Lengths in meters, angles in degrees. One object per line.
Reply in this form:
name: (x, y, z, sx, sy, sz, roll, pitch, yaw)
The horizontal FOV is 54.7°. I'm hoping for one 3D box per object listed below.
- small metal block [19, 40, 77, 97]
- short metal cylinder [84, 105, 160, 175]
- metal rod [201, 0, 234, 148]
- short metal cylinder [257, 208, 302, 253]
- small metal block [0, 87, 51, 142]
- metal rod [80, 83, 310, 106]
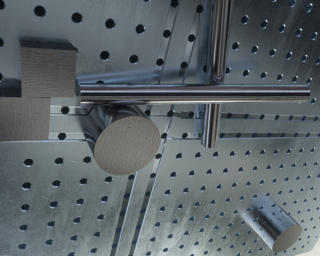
small metal block: (-0.114, -0.059, 0.313, 0.050, 0.025, 0.050, -3, 120, -27)
short metal cylinder: (-0.047, 0.010, 0.376, 0.081, 0.050, 0.079, -14, 124, -21)
metal rod: (0.073, -0.104, 0.386, 0.025, 0.025, 0.298, -14, 124, -21)
short metal cylinder: (0.260, 0.223, 0.675, 0.081, 0.050, 0.079, -14, 124, -21)
small metal block: (-0.144, -0.014, 0.324, 0.050, 0.025, 0.050, -2, 119, -28)
metal rod: (0.056, -0.043, 0.386, 0.302, 0.025, 0.025, -2, 120, -18)
